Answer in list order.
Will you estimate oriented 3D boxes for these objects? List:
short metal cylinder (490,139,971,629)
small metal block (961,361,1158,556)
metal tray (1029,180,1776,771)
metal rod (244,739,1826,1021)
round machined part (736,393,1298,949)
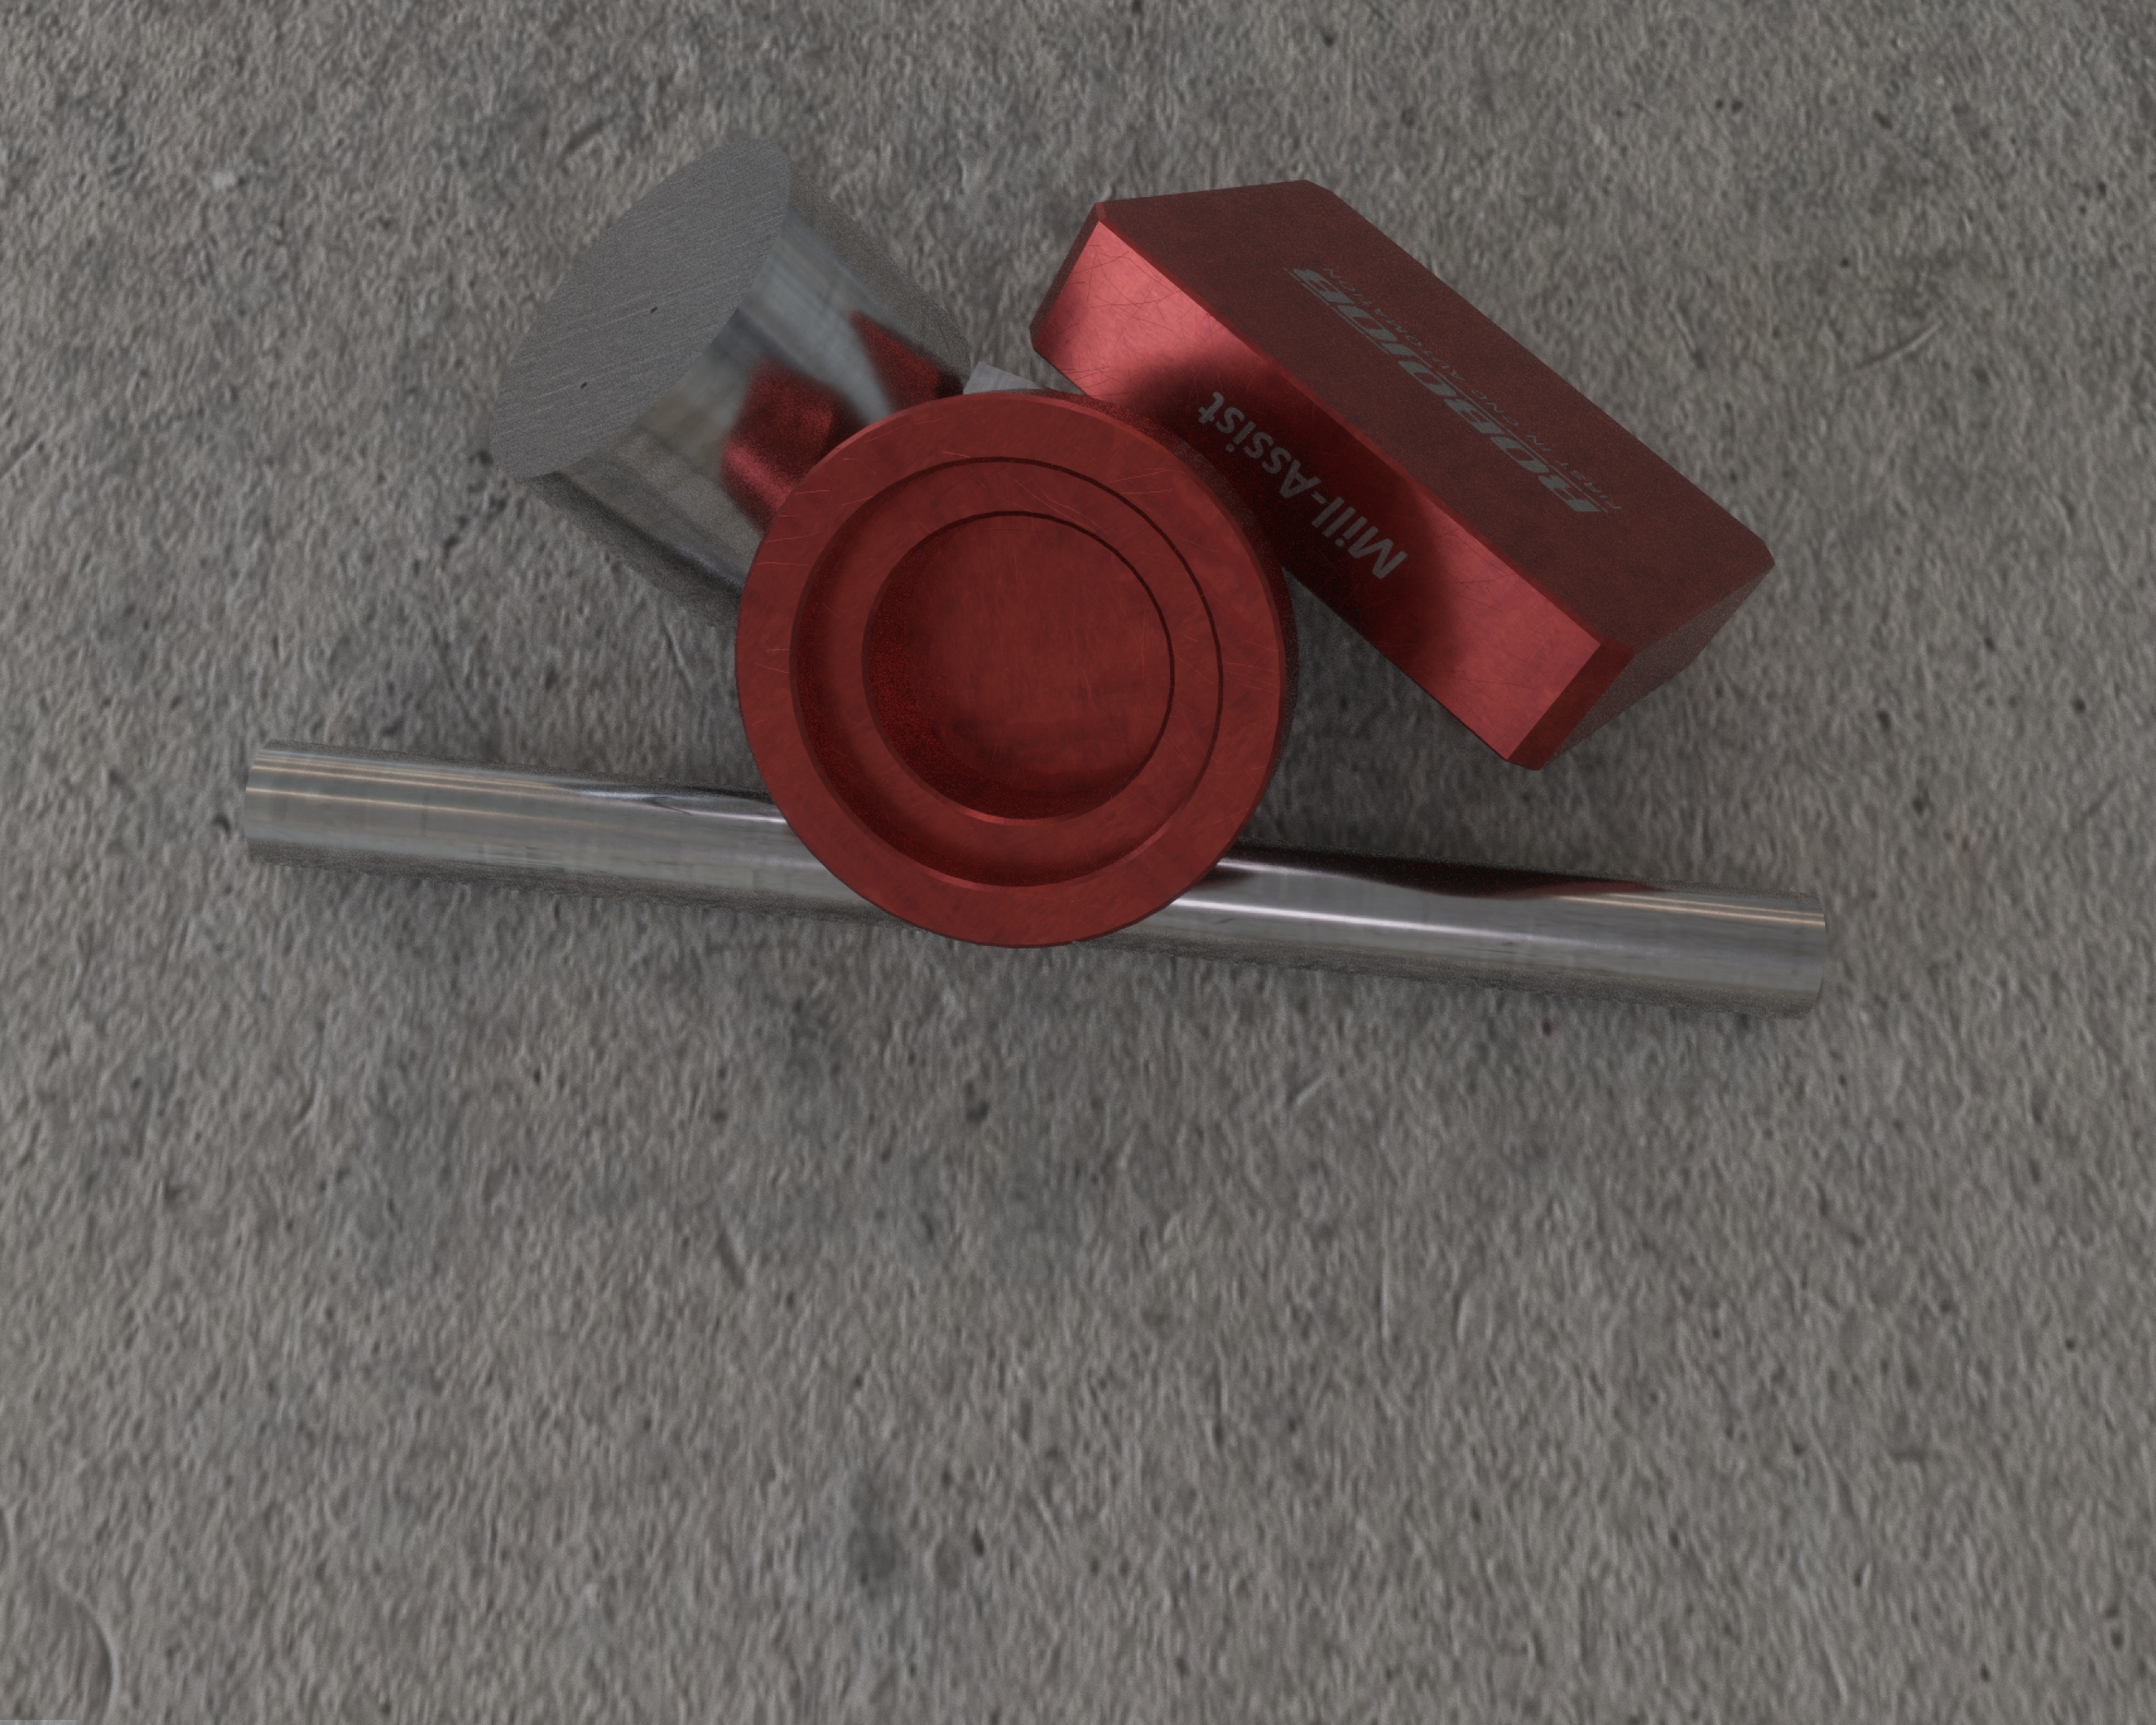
[{"bbox_3d":[-0.068,-0.093,0.409,0.080,0.050,0.080,-25,45,29],"label":"short metal cylinder"},{"bbox_3d":[-0.001,-0.068,0.419,0.050,0.050,0.025,22,72,8],"label":"small metal block"},{"bbox_3d":[0.065,-0.081,0.410,0.130,0.030,0.091,44,37,14],"label":"metal tray"},{"bbox_3d":[-0.009,0.003,0.408,0.302,0.025,0.025,6,70,2],"label":"metal rod"},{"bbox_3d":[-0.009,-0.037,0.381,0.098,0.042,0.097,3,105,11],"label":"round machined part"}]
